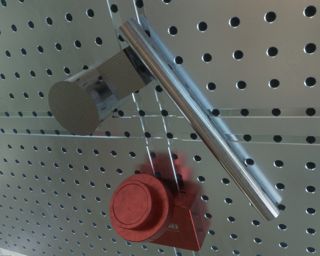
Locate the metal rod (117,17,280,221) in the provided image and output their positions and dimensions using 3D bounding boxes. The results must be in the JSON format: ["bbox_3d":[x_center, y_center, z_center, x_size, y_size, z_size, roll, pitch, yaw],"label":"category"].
[{"bbox_3d":[0.053,-0.004,0.380,0.025,0.025,0.300,-32,101,38],"label":"metal rod"}]

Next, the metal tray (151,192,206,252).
[{"bbox_3d":[0.000,0.145,0.496,0.130,0.030,0.089,-1,118,28],"label":"metal tray"}]

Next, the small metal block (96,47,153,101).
[{"bbox_3d":[-0.044,-0.069,0.390,0.050,0.025,0.050,-24,106,36],"label":"small metal block"}]

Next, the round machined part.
[{"bbox_3d":[-0.033,0.113,0.448,0.098,0.098,0.042,-1,157,28],"label":"round machined part"}]

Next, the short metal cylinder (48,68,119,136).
[{"bbox_3d":[-0.104,-0.036,0.425,0.080,0.050,0.079,13,124,20],"label":"short metal cylinder"}]
